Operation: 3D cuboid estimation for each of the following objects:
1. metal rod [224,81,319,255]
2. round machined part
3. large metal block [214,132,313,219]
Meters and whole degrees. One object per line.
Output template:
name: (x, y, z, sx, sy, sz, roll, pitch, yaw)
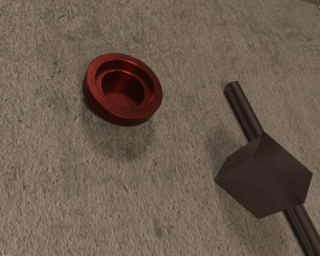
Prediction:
metal rod: (0.170, 0.060, 0.461, 0.025, 0.025, 0.299, -8, 66, -32)
round machined part: (-0.050, -0.044, 0.394, 0.099, 0.042, 0.098, 14, 56, -21)
large metal block: (0.132, 0.064, 0.403, 0.080, 0.080, 0.050, 41, 51, -1)
